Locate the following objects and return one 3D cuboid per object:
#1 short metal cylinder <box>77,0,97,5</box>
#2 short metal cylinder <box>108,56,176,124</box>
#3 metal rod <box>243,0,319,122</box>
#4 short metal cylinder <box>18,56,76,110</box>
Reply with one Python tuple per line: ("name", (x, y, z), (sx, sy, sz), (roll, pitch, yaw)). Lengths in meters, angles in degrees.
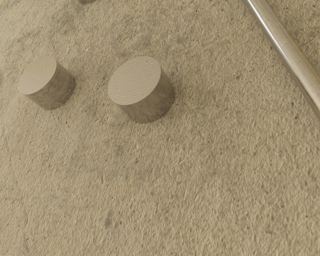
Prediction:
("short metal cylinder", (-0.157, -0.313, 0.662), (0.080, 0.050, 0.080), (-13, 56, 21))
("short metal cylinder", (-0.025, -0.053, 0.433), (0.080, 0.050, 0.080), (-13, 56, 21))
("metal rod", (0.154, -0.106, 0.387), (0.025, 0.025, 0.299), (-24, 53, 14))
("short metal cylinder", (-0.195, -0.078, 0.538), (0.080, 0.050, 0.080), (-13, 56, 21))
